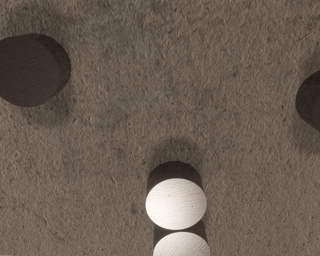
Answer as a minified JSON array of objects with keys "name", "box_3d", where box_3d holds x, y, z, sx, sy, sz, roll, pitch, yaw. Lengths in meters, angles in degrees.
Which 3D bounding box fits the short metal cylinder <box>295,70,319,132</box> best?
[{"name":"short metal cylinder","box_3d":[0.221,-0.031,0.388,0.081,0.050,0.079,0,110,-1]}]

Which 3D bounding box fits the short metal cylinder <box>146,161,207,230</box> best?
[{"name":"short metal cylinder","box_3d":[0.021,0.093,0.431,0.081,0.050,0.079,0,110,-1]}]

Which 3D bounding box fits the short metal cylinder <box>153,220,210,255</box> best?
[{"name":"short metal cylinder","box_3d":[0.031,0.171,0.460,0.081,0.050,0.079,0,110,-1]}]

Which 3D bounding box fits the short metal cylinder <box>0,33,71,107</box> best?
[{"name":"short metal cylinder","box_3d":[-0.153,-0.070,0.369,0.081,0.050,0.079,0,110,-1]}]
